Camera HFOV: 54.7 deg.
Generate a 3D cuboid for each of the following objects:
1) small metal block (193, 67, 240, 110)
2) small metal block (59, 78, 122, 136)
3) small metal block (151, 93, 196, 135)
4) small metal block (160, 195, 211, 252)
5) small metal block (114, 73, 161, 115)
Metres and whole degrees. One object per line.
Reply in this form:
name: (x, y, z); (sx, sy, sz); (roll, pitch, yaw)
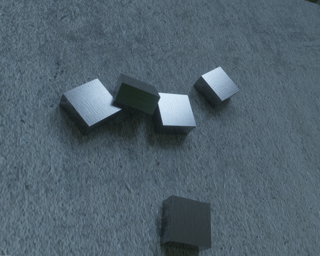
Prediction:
small metal block: (0.090, -0.064, 0.491); (0.050, 0.025, 0.050); (-31, 79, -38)
small metal block: (-0.083, -0.026, 0.374); (0.050, 0.025, 0.050); (-33, 81, -38)
small metal block: (0.016, -0.019, 0.424); (0.050, 0.025, 0.050); (2, 61, -27)
small metal block: (0.030, 0.109, 0.353); (0.050, 0.025, 0.050); (17, 55, -18)
small metal block: (-0.031, -0.045, 0.398); (0.050, 0.025, 0.050); (20, 18, -17)
